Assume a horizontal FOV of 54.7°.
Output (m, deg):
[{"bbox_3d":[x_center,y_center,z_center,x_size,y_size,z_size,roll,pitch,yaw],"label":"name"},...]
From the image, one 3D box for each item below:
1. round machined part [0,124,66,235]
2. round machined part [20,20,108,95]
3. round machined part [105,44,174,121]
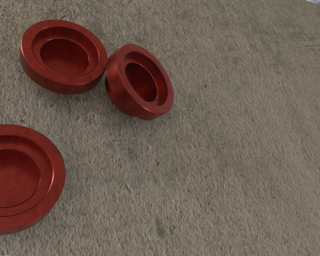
[{"bbox_3d":[-0.142,0.049,0.287,0.099,0.042,0.098,14,56,-21],"label":"round machined part"},{"bbox_3d":[-0.118,-0.081,0.379,0.099,0.042,0.098,13,56,-21],"label":"round machined part"},{"bbox_3d":[-0.030,-0.054,0.395,0.098,0.042,0.098,30,46,-37],"label":"round machined part"}]
